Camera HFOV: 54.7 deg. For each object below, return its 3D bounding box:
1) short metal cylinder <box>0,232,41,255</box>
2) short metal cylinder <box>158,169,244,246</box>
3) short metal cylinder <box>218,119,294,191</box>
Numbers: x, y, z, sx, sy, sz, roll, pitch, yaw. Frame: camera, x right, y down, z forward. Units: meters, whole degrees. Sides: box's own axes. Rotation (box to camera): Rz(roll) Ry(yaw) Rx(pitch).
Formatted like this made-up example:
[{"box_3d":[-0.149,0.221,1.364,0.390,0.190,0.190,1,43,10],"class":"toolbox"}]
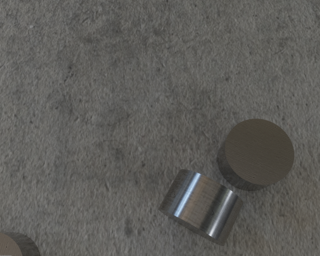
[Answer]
[{"box_3d":[-0.179,0.155,0.336,0.081,0.050,0.080,0,70,0],"class":"short metal cylinder"},{"box_3d":[0.045,0.089,0.347,0.080,0.080,0.050,28,73,9],"class":"short metal cylinder"},{"box_3d":[0.116,0.035,0.384,0.081,0.050,0.080,0,70,0],"class":"short metal cylinder"}]
